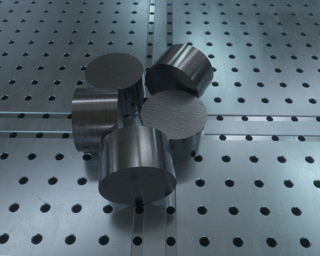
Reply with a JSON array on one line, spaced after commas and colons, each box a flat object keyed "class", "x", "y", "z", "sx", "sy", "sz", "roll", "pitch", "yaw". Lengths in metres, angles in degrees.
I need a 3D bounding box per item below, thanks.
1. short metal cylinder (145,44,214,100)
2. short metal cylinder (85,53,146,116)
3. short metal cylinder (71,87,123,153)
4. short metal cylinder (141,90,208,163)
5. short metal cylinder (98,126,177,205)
[{"class": "short metal cylinder", "x": 0.027, "y": -0.068, "z": 0.429, "sx": 0.080, "sy": 0.080, "sz": 0.050, "roll": 23, "pitch": 53, "yaw": 18}, {"class": "short metal cylinder", "x": -0.062, "y": -0.063, "z": 0.443, "sx": 0.080, "sy": 0.050, "sz": 0.080, "roll": 0, "pitch": 50, "yaw": 1}, {"class": "short metal cylinder", "x": -0.073, "y": -0.010, "z": 0.381, "sx": 0.050, "sy": 0.080, "sz": 0.080, "roll": -1, "pitch": 50, "yaw": -2}, {"class": "short metal cylinder", "x": 0.017, "y": -0.002, "z": 0.393, "sx": 0.081, "sy": 0.050, "sz": 0.080, "roll": 1, "pitch": 50, "yaw": 0}, {"class": "short metal cylinder", "x": -0.025, "y": 0.042, "z": 0.335, "sx": 0.081, "sy": 0.080, "sz": 0.050, "roll": -5, "pitch": 51, "yaw": -4}]
